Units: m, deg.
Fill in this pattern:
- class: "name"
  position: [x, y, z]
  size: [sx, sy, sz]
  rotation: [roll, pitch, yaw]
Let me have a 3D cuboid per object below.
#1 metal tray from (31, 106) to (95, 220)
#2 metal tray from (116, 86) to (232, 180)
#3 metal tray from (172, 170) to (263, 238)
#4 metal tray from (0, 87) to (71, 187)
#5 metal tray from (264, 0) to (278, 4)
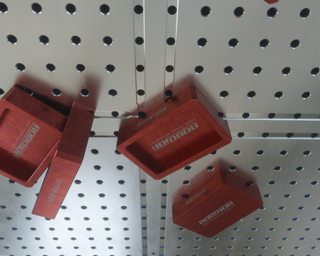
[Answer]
- class: "metal tray"
  position: [-0.127, 0.047, 0.407]
  size: [0.030, 0.090, 0.129]
  rotation: [21, 127, -17]
- class: "metal tray"
  position: [0.018, 0.012, 0.418]
  size: [0.130, 0.030, 0.090]
  rotation: [-31, 124, 23]
- class: "metal tray"
  position: [0.094, 0.132, 0.523]
  size: [0.090, 0.030, 0.129]
  rotation: [30, 124, -24]
- class: "metal tray"
  position: [-0.183, 0.018, 0.412]
  size: [0.090, 0.030, 0.129]
  rotation: [34, 124, -18]
- class: "metal tray"
  position: [0.073, -0.177, 0.258]
  size: [0.131, 0.030, 0.089]
  rotation: [23, 126, -19]
